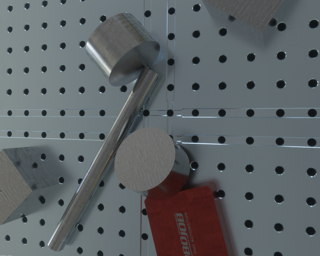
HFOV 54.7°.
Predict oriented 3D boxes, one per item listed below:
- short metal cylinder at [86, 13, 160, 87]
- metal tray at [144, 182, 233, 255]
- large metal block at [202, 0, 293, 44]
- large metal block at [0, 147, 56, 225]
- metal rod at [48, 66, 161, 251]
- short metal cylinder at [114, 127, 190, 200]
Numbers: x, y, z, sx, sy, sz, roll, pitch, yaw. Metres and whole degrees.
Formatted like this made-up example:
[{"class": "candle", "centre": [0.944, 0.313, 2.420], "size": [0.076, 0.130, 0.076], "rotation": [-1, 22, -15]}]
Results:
[{"class": "short metal cylinder", "centre": [-0.047, -0.099, 0.400], "size": [0.080, 0.080, 0.050], "rotation": [-43, 77, 15]}, {"class": "metal tray", "centre": [0.040, 0.142, 0.396], "size": [0.090, 0.030, 0.129], "rotation": [-15, 85, 19]}, {"class": "large metal block", "centre": [0.109, -0.159, 0.361], "size": [0.080, 0.050, 0.080], "rotation": [35, 101, 16]}, {"class": "large metal block", "centre": [-0.224, 0.087, 0.479], "size": [0.080, 0.050, 0.080], "rotation": [-45, 76, 14]}, {"class": "metal rod", "centre": [-0.084, 0.050, 0.442], "size": [0.025, 0.025, 0.299], "rotation": [33, 101, 17]}, {"class": "short metal cylinder", "centre": [-0.009, 0.045, 0.387], "size": [0.080, 0.050, 0.080], "rotation": [-11, 61, 21]}]
